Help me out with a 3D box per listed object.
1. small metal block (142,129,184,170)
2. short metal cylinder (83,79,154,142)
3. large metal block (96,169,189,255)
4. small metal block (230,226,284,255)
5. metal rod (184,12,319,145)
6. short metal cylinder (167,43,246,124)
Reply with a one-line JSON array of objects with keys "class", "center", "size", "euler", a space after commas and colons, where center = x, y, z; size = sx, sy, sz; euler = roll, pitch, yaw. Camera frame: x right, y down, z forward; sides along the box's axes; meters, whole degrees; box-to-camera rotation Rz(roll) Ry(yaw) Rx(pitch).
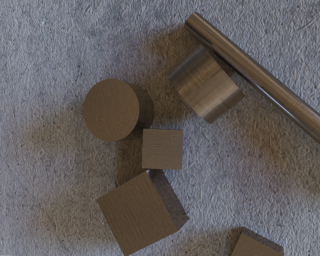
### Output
[{"class": "small metal block", "center": [0.003, 0.026, 0.400], "size": [0.050, 0.025, 0.050], "euler": [2, 91, -1]}, {"class": "short metal cylinder", "center": [-0.054, -0.023, 0.415], "size": [0.080, 0.050, 0.080], "euler": [0, 90, 20]}, {"class": "large metal block", "center": [-0.022, 0.106, 0.403], "size": [0.080, 0.050, 0.080], "euler": [-32, 80, 17]}, {"class": "small metal block", "center": [0.112, 0.155, 0.369], "size": [0.050, 0.025, 0.050], "euler": [25, 98, 18]}, {"class": "metal rod", "center": [0.143, -0.034, 0.358], "size": [0.300, 0.025, 0.025], "euler": [45, 104, 14]}, {"class": "short metal cylinder", "center": [0.054, -0.051, 0.361], "size": [0.050, 0.080, 0.080], "euler": [-41, 77, 15]}]
